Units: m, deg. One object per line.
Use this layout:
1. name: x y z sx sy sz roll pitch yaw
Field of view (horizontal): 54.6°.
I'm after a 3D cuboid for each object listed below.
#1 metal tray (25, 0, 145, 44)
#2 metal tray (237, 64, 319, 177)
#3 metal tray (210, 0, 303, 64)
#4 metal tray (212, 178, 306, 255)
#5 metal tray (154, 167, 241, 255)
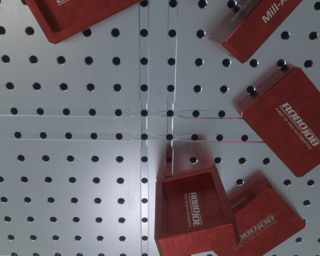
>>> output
1. metal tray: -0.086 -0.164 0.349 0.130 0.030 0.090 -24 109 8
2. metal tray: 0.177 -0.007 0.409 0.090 0.030 0.130 -42 105 14
3. metal tray: 0.113 -0.134 0.330 0.030 0.090 0.130 38 106 -13
4. metal tray: 0.136 0.147 0.466 0.130 0.030 0.090 -41 105 13
5. metal tray: 0.041 0.101 0.395 0.090 0.130 0.030 -14 110 5
